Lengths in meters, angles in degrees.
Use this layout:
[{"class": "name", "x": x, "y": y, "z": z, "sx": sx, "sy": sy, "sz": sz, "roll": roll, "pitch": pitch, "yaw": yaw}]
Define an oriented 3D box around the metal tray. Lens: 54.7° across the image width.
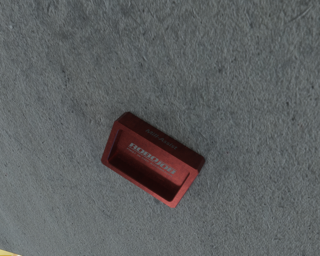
[{"class": "metal tray", "x": -0.013, "y": 0.046, "z": 0.439, "sx": 0.130, "sy": 0.030, "sz": 0.089, "roll": 31, "pitch": 128, "yaw": 7}]
